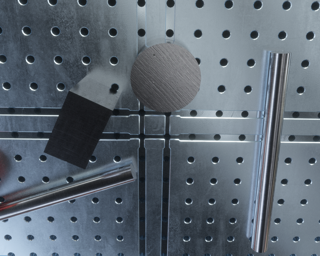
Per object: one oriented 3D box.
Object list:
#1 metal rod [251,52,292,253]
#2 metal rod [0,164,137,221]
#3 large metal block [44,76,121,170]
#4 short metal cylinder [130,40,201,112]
[{"bbox_3d":[0.152,0.047,0.432,0.025,0.025,0.298,-1,110,0],"label":"metal rod"},{"bbox_3d":[-0.180,0.107,0.450,0.301,0.025,0.025,-17,109,5],"label":"metal rod"},{"bbox_3d":[-0.091,-0.009,0.379,0.050,0.080,0.080,25,108,-9],"label":"large metal block"},{"bbox_3d":[0.006,-0.064,0.376,0.081,0.050,0.079,0,110,-1],"label":"short metal cylinder"}]
